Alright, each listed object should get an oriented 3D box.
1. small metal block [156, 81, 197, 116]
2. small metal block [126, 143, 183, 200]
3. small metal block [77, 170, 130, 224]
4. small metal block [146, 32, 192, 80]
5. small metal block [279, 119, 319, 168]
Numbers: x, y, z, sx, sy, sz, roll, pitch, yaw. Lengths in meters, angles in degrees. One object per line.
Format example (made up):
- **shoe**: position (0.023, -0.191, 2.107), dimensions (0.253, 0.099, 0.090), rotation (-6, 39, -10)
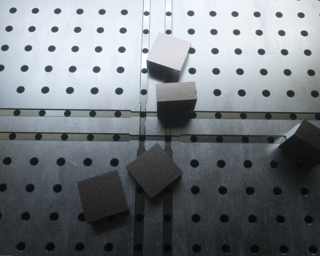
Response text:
- **small metal block**: position (0.020, -0.038, 0.413), dimensions (0.050, 0.050, 0.025), rotation (-4, 70, -2)
- **small metal block**: position (-0.007, 0.055, 0.391), dimensions (0.050, 0.025, 0.050), rotation (-37, 75, -13)
- **small metal block**: position (-0.069, 0.085, 0.380), dimensions (0.050, 0.025, 0.050), rotation (-17, 71, -7)
- **small metal block**: position (0.013, -0.105, 0.450), dimensions (0.050, 0.025, 0.050), rotation (19, 71, 6)
- **small metal block**: position (0.188, 0.021, 0.393), dimensions (0.050, 0.050, 0.025), rotation (36, 74, 12)
